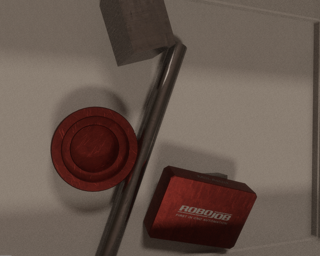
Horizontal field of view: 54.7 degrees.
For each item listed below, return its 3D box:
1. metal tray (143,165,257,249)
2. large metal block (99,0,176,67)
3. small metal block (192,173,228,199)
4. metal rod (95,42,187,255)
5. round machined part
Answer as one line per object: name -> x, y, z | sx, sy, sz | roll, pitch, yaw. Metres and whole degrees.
metal tray -> 0.054, 0.109, 0.415 | 0.131, 0.030, 0.089 | 16, 103, -20
large metal block -> -0.030, -0.125, 0.371 | 0.050, 0.080, 0.080 | -18, 97, -19
small metal block -> 0.066, 0.090, 0.437 | 0.050, 0.025, 0.050 | 1, 90, -21
metal rod -> -0.023, 0.029, 0.402 | 0.025, 0.025, 0.299 | 21, 83, -19
round machined part -> -0.080, 0.024, 0.373 | 0.099, 0.042, 0.097 | 0, 90, -21
